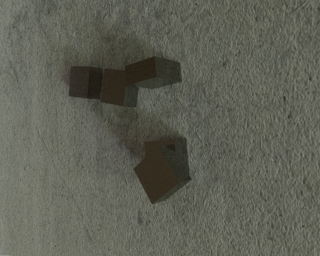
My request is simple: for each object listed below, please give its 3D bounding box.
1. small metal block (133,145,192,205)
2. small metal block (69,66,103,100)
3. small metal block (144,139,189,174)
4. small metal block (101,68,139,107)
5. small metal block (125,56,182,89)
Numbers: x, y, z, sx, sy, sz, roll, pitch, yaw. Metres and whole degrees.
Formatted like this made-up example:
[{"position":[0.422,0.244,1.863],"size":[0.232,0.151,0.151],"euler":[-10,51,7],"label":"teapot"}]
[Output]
[{"position":[0.002,0.055,0.371],"size":[0.050,0.025,0.050],"euler":[-45,63,30],"label":"small metal block"},{"position":[-0.122,-0.074,0.506],"size":[0.050,0.025,0.050],"euler":[10,96,39],"label":"small metal block"},{"position":[0.008,0.041,0.398],"size":[0.050,0.025,0.050],"euler":[-7,86,40],"label":"small metal block"},{"position":[-0.058,-0.059,0.453],"size":[0.050,0.025,0.050],"euler":[13,98,39],"label":"small metal block"},{"position":[-0.008,-0.069,0.395],"size":[0.050,0.050,0.025],"euler":[-8,85,40],"label":"small metal block"}]
